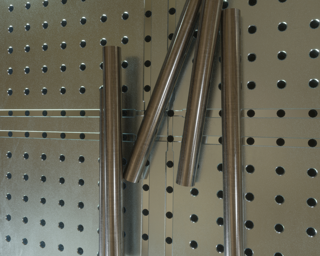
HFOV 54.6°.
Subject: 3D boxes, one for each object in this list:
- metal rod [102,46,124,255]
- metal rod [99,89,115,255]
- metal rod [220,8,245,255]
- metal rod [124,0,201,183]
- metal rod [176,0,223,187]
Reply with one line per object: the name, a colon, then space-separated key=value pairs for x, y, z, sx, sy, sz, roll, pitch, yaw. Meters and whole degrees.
metal rod: x=-0.062 y=0.043 z=0.415 sx=0.025 sy=0.025 sz=0.298 roll=0 pitch=91 yaw=20
metal rod: x=-0.073 y=0.095 z=0.439 sx=0.025 sy=0.025 sz=0.298 roll=0 pitch=90 yaw=20
metal rod: x=0.089 y=0.006 z=0.381 sx=0.025 sy=0.025 sz=0.298 roll=-1 pitch=90 yaw=20
metal rod: x=0.011 y=-0.069 z=0.408 sx=0.025 sy=0.025 sz=0.299 roll=23 pitch=97 yaw=18
metal rod: x=0.053 y=-0.075 z=0.382 sx=0.025 sy=0.025 sz=0.298 roll=10 pitch=98 yaw=20
